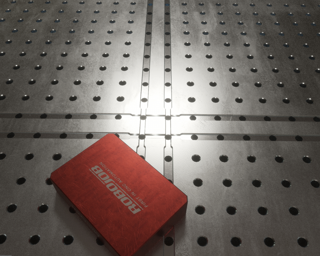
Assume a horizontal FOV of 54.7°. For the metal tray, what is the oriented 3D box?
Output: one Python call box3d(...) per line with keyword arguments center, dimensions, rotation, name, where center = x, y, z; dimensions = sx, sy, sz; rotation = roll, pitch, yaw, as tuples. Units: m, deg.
box3d(center=(-0.046, 0.072, 0.343), dimensions=(0.130, 0.030, 0.091), rotation=(37, 59, 27), name="metal tray")
